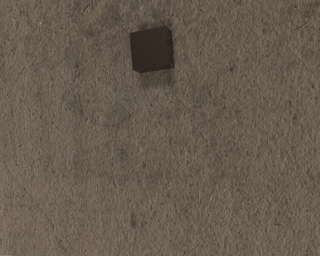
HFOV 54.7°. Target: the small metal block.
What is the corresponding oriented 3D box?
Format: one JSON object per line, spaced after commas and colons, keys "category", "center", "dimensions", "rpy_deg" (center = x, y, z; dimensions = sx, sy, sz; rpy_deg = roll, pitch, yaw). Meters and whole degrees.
{"category": "small metal block", "center": [-0.010, -0.103, 0.412], "dimensions": [0.050, 0.025, 0.050], "rpy_deg": [-5, 88, 19]}
